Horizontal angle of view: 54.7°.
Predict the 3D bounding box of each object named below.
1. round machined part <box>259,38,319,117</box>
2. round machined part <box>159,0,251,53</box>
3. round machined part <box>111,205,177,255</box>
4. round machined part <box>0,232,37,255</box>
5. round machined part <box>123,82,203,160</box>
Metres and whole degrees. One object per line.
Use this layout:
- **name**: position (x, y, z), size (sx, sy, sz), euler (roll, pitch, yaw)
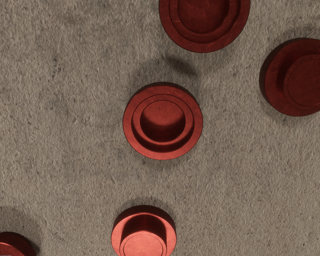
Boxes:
- **round machined part**: position (0.178, -0.060, 0.381), size (0.099, 0.042, 0.097), euler (0, 110, -1)
- **round machined part**: position (0.048, -0.137, 0.351), size (0.099, 0.042, 0.097), euler (0, 110, -1)
- **round machined part**: position (-0.024, 0.168, 0.462), size (0.099, 0.042, 0.097), euler (0, 110, -1)
- **round machined part**: position (-0.235, 0.198, 0.471), size (0.099, 0.042, 0.097), euler (0, 110, -1)
- **round machined part**: position (0.004, -0.011, 0.397), size (0.099, 0.042, 0.097), euler (0, 110, -1)
